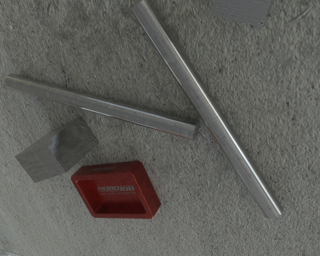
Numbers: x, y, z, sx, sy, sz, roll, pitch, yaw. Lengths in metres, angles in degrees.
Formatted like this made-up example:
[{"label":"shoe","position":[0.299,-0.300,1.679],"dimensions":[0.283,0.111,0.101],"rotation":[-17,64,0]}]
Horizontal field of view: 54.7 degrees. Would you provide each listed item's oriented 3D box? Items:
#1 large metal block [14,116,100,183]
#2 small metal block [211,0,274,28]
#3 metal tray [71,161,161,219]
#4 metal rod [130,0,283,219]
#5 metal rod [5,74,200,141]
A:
[{"label":"large metal block","position":[-0.155,0.032,0.470],"dimensions":[0.080,0.080,0.050],"rotation":[-20,108,35]},{"label":"small metal block","position":[0.080,-0.126,0.286],"dimensions":[0.050,0.025,0.050],"rotation":[20,126,16]},{"label":"metal tray","position":[-0.073,0.103,0.503],"dimensions":[0.130,0.030,0.090],"rotation":[-9,114,32]},{"label":"metal rod","position":[0.062,-0.013,0.365],"dimensions":[0.025,0.025,0.299],"rotation":[-26,105,36]},{"label":"metal rod","position":[-0.092,-0.034,0.432],"dimensions":[0.301,0.025,0.025],"rotation":[15,125,19]}]
